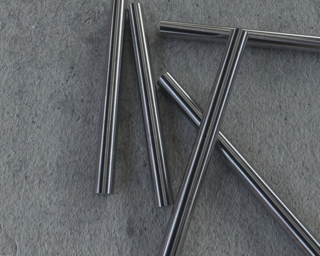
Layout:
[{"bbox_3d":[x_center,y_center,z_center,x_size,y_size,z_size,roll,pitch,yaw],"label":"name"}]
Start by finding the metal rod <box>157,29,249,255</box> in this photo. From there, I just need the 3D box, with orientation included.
[{"bbox_3d":[0.055,0.016,0.378,0.025,0.025,0.299,18,80,6],"label":"metal rod"}]

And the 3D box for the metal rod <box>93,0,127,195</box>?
[{"bbox_3d":[-0.066,-0.060,0.429,0.025,0.025,0.299,1,70,0],"label":"metal rod"}]

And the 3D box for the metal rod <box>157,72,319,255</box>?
[{"bbox_3d":[0.097,0.043,0.392,0.025,0.025,0.300,-36,74,-12],"label":"metal rod"}]

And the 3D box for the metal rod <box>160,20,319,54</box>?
[{"bbox_3d":[0.151,-0.131,0.456,0.302,0.025,0.025,6,70,2],"label":"metal rod"}]

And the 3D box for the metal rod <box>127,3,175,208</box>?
[{"bbox_3d":[-0.016,-0.044,0.423,0.025,0.025,0.299,-8,70,-3],"label":"metal rod"}]
